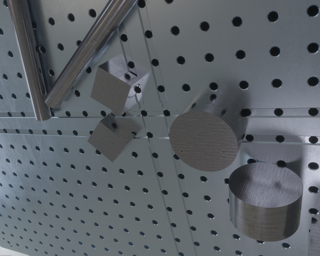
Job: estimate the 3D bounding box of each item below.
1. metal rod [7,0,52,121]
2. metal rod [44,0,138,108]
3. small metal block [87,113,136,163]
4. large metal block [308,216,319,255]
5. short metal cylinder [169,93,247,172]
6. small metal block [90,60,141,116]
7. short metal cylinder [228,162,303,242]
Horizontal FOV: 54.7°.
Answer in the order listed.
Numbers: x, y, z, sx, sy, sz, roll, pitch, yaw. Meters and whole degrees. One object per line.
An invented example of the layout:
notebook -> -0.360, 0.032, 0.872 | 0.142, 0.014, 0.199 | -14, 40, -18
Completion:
metal rod -> -0.187, -0.144, 0.420 | 0.025, 0.025, 0.298 | 13, 124, 21
metal rod -> -0.074, -0.115, 0.379 | 0.025, 0.025, 0.299 | 47, 129, -5
small metal block -> -0.072, 0.015, 0.459 | 0.050, 0.025, 0.050 | 41, 129, 0
large metal block -> 0.216, 0.157, 0.358 | 0.080, 0.080, 0.050 | 6, 121, 25
short metal cylinder -> 0.058, 0.005, 0.367 | 0.080, 0.050, 0.079 | 13, 124, 21
small metal block -> -0.060, -0.053, 0.410 | 0.050, 0.025, 0.050 | 31, 128, 8
short metal cylinder -> 0.122, 0.084, 0.363 | 0.080, 0.080, 0.050 | 6, 121, 25
